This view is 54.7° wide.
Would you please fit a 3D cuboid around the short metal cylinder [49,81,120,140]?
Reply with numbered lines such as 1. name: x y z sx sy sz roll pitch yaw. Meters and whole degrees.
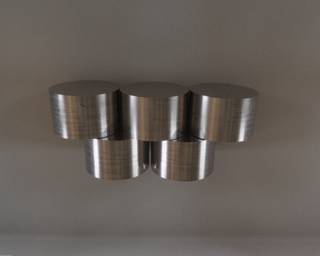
1. short metal cylinder: -0.088 -0.024 0.370 0.081 0.080 0.050 1 110 -1

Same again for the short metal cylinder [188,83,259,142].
1. short metal cylinder: 0.074 -0.021 0.373 0.081 0.080 0.050 2 110 -1

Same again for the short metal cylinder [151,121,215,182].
1. short metal cylinder: 0.029 0.025 0.390 0.081 0.080 0.050 1 110 -1

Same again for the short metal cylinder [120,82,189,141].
1. short metal cylinder: -0.007 -0.022 0.372 0.081 0.080 0.050 1 110 -1

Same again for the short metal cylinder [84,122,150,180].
1. short metal cylinder: -0.053 0.023 0.388 0.081 0.080 0.050 1 110 -1
